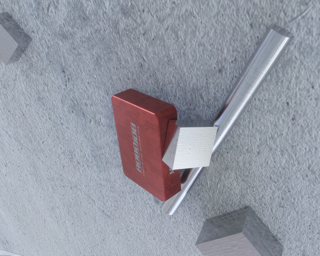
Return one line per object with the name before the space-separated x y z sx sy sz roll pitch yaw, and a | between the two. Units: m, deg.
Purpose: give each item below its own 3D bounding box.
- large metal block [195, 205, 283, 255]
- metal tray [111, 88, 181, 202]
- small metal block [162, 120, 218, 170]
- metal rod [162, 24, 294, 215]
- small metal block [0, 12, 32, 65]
large metal block | 0.111 0.165 0.434 0.080 0.050 0.080 -33 100 38
metal tray | -0.017 0.022 0.403 0.090 0.030 0.129 26 132 42
small metal block | 0.034 0.018 0.357 0.025 0.050 0.050 36 122 55
metal rod | 0.064 0.016 0.381 0.025 0.025 0.298 31 128 8
small metal block | -0.219 -0.127 0.441 0.050 0.025 0.050 -34 100 38
